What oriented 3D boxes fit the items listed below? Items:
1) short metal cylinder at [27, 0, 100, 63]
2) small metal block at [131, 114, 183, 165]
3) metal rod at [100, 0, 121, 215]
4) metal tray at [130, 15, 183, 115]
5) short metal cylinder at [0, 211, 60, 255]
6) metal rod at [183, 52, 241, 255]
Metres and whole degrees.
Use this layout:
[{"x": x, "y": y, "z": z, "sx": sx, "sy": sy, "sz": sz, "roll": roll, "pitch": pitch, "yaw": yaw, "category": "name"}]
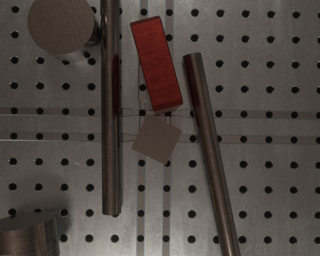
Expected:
[{"x": -0.120, "y": -0.129, "z": 0.399, "sx": 0.081, "sy": 0.050, "sz": 0.079, "roll": 0, "pitch": 90, "yaw": -1, "category": "short metal cylinder"}, {"x": -0.004, "y": 0.015, "z": 0.413, "sx": 0.050, "sy": 0.025, "sz": 0.050, "roll": 26, "pitch": 90, "yaw": -1, "category": "small metal block"}, {"x": -0.066, "y": -0.036, "z": 0.412, "sx": 0.025, "sy": 0.025, "sz": 0.298, "roll": -1, "pitch": 90, "yaw": -1, "category": "metal rod"}, {"x": -0.004, "y": -0.063, "z": 0.361, "sx": 0.030, "sy": 0.130, "sz": 0.089, "roll": -15, "pitch": 90, "yaw": 0, "category": "metal tray"}, {"x": -0.169, "y": 0.139, "z": 0.384, "sx": 0.081, "sy": 0.080, "sz": 0.050, "roll": -6, "pitch": 90, "yaw": 0, "category": "short metal cylinder"}, {"x": 0.071, "y": 0.049, "z": 0.414, "sx": 0.025, "sy": 0.025, "sz": 0.298, "roll": -11, "pitch": 90, "yaw": 0, "category": "metal rod"}]
